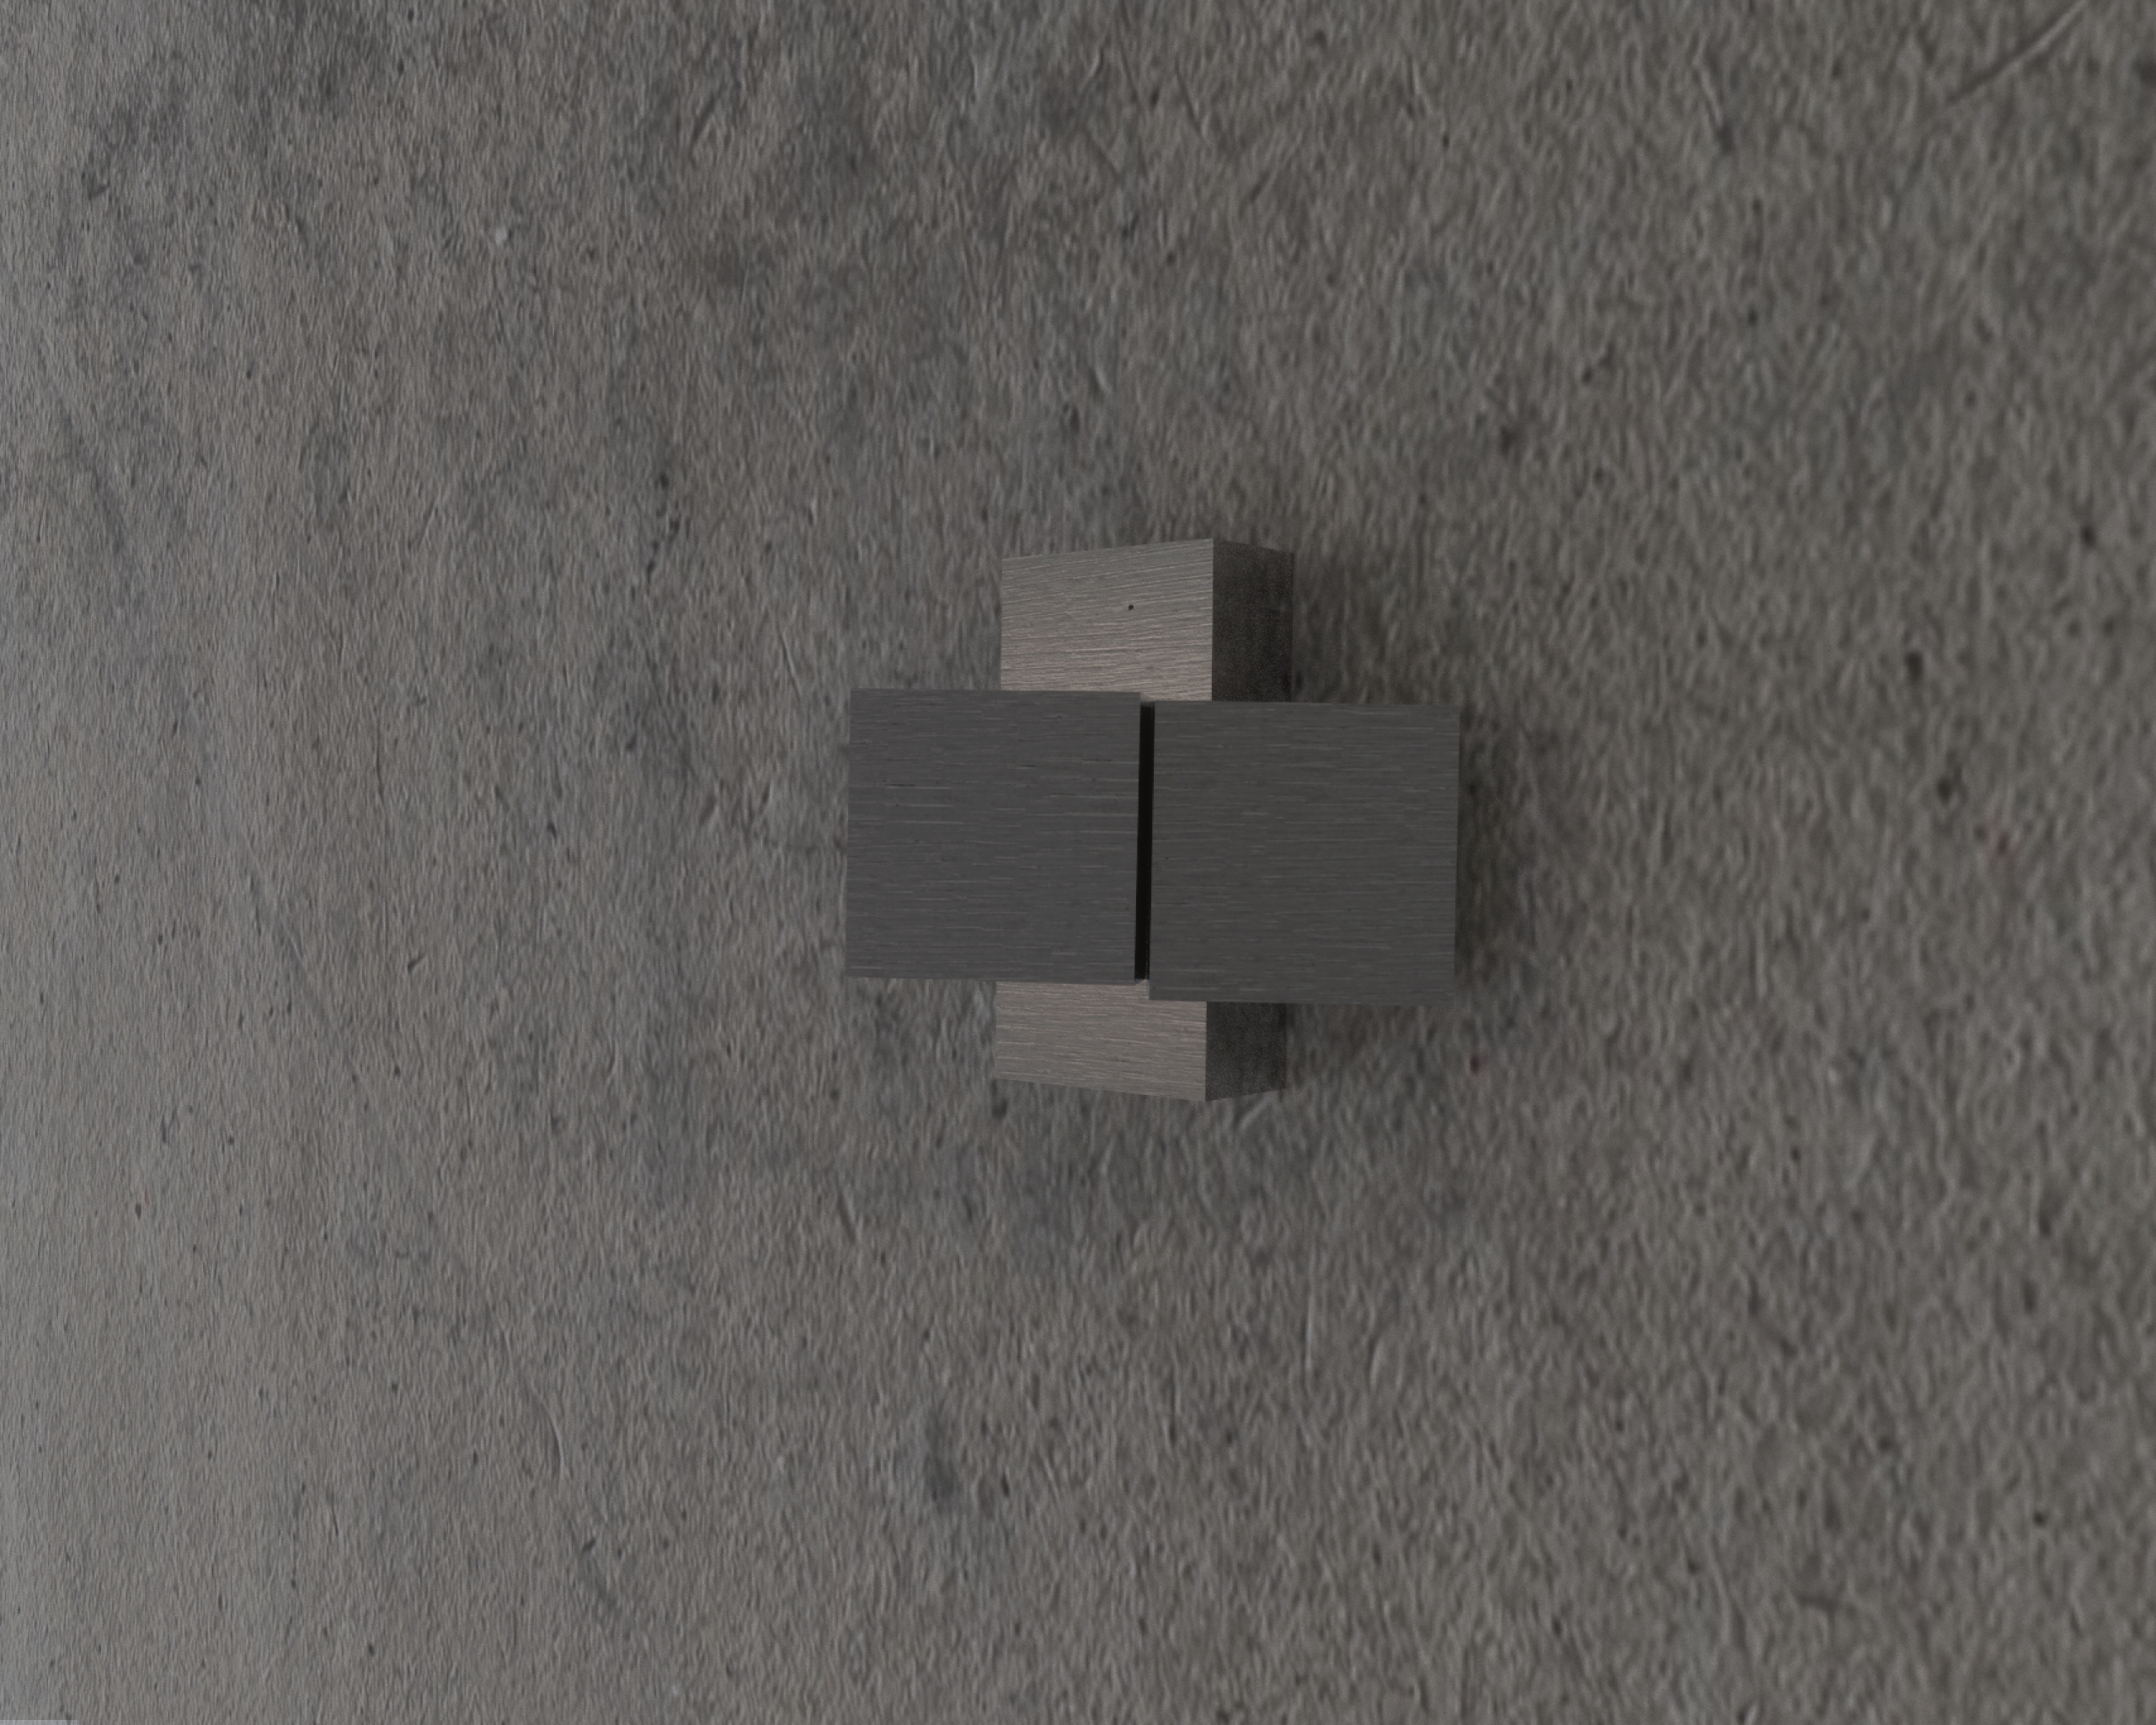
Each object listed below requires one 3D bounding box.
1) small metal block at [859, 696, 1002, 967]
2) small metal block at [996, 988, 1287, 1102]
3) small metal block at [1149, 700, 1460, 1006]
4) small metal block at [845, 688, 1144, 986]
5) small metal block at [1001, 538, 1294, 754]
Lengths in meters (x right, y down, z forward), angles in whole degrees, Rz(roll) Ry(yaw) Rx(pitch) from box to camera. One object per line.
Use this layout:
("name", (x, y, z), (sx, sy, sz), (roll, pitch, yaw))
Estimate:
("small metal block", (-0.028, -0.006, 0.409), (0.025, 0.050, 0.050), (1, 91, -1))
("small metal block", (0.012, 0.017, 0.395), (0.050, 0.025, 0.050), (1, 91, 40))
("small metal block", (0.038, -0.002, 0.357), (0.050, 0.025, 0.050), (1, 91, 0))
("small metal block", (-0.013, -0.005, 0.368), (0.050, 0.025, 0.050), (1, 91, 8))
("small metal block", (0.013, -0.033, 0.395), (0.050, 0.025, 0.050), (1, 91, 40))
